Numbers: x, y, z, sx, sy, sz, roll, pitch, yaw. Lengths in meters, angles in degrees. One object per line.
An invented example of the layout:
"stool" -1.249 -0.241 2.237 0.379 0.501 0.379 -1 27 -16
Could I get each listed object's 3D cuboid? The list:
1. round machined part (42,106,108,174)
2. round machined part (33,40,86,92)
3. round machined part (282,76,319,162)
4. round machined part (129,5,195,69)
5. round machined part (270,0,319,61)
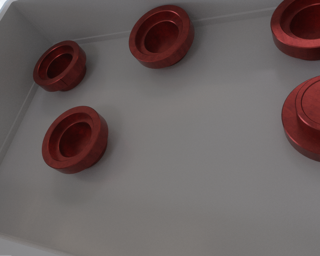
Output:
"round machined part" -0.115 0.020 0.443 0.098 0.042 0.098 -13 56 21
"round machined part" -0.171 -0.104 0.549 0.098 0.042 0.098 -13 56 21
"round machined part" 0.175 -0.016 0.313 0.098 0.042 0.098 -13 56 21
"round machined part" 0.006 -0.132 0.467 0.098 0.042 0.098 -10 66 23
"round machined part" 0.187 -0.120 0.370 0.098 0.042 0.098 -13 56 21
